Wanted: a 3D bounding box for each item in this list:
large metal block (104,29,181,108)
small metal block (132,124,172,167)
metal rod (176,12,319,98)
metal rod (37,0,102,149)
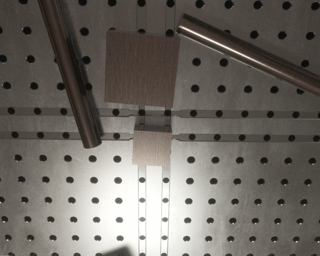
[{"bbox_3d":[-0.021,-0.073,0.373,0.081,0.050,0.079,5,110,-2],"label":"large metal block"},{"bbox_3d":[-0.011,0.024,0.422,0.050,0.025,0.050,4,110,-2],"label":"small metal block"},{"bbox_3d":[0.162,-0.069,0.390,0.302,0.025,0.025,22,109,-9],"label":"metal rod"},{"bbox_3d":[-0.121,-0.114,0.369,0.025,0.025,0.298,-11,110,3],"label":"metal rod"}]
